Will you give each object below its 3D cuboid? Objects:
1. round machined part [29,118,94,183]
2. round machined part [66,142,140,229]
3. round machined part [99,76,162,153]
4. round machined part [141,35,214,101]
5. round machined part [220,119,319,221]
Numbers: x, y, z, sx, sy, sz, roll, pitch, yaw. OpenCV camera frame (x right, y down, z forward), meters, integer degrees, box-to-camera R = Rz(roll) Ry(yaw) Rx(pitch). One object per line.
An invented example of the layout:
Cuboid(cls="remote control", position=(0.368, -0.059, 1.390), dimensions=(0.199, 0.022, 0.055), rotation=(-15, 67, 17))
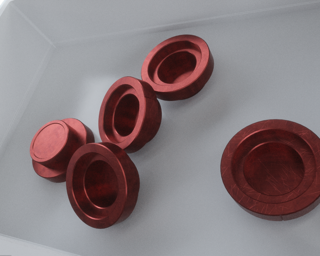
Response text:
Cuboid(cls="round machined part", position=(-0.150, 0.027, 0.454), dimensions=(0.098, 0.042, 0.098), rotation=(-13, 56, 20))
Cuboid(cls="round machined part", position=(-0.063, 0.065, 0.369), dimensions=(0.098, 0.042, 0.097), rotation=(1, 91, 34))
Cuboid(cls="round machined part", position=(-0.035, -0.015, 0.405), dimensions=(0.098, 0.042, 0.098), rotation=(-13, 71, 44))
Cuboid(cls="round machined part", position=(0.027, -0.078, 0.427), dimensions=(0.098, 0.042, 0.098), rotation=(-13, 56, 20))
Cuboid(cls="round machined part", position=(0.114, 0.044, 0.308), dimensions=(0.098, 0.042, 0.098), rotation=(-13, 56, 20))
